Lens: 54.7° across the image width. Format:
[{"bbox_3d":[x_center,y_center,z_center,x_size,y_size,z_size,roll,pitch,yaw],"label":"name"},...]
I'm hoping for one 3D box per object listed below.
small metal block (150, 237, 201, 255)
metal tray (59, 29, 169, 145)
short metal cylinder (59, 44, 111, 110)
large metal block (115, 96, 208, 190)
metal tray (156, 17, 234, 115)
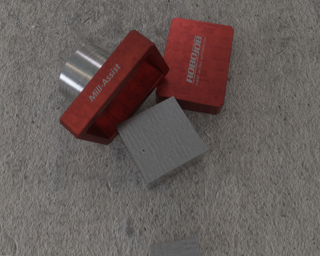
[{"bbox_3d":[0.016,0.139,0.344,0.050,0.050,0.025,-9,71,-3],"label":"small metal block"},{"bbox_3d":[-0.048,-0.042,0.369,0.030,0.090,0.130,40,92,15],"label":"metal tray"},{"bbox_3d":[-0.083,-0.061,0.401,0.050,0.080,0.080,33,73,11],"label":"short metal cylinder"},{"bbox_3d":[0.001,0.020,0.388,0.080,0.050,0.080,-28,73,-10],"label":"large metal block"},{"bbox_3d":[0.050,-0.089,0.439,0.090,0.030,0.130,11,70,3],"label":"metal tray"}]
